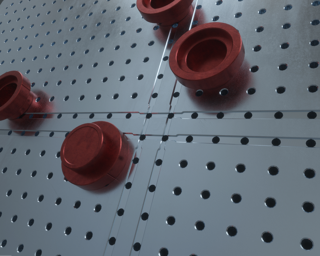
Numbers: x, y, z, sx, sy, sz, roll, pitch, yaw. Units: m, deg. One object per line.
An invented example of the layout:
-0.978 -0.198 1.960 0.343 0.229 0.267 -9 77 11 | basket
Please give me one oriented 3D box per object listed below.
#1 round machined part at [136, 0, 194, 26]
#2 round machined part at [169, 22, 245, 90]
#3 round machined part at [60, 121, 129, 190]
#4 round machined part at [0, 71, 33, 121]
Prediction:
0.014 -0.211 0.518 0.098 0.042 0.098 -13 56 20 | round machined part
0.065 -0.092 0.419 0.098 0.042 0.098 -13 56 20 | round machined part
-0.096 0.032 0.426 0.098 0.042 0.098 -13 56 20 | round machined part
-0.277 -0.055 0.573 0.098 0.042 0.098 -13 56 20 | round machined part
